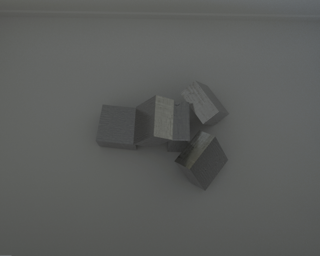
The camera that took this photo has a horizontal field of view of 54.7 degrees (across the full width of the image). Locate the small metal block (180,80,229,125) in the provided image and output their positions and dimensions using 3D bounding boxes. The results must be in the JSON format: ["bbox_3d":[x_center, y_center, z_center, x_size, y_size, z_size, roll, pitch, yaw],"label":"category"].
[{"bbox_3d":[0.059,-0.032,0.404,0.025,0.050,0.050,-40,73,20],"label":"small metal block"}]

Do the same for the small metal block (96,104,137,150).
[{"bbox_3d":[-0.053,-0.001,0.406,0.050,0.025,0.050,6,70,2],"label":"small metal block"}]

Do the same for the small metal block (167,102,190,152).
[{"bbox_3d":[0.023,0.000,0.395,0.025,0.050,0.050,1,70,0],"label":"small metal block"}]

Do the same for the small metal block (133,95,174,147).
[{"bbox_3d":[-0.008,-0.007,0.378,0.025,0.050,0.050,13,70,-29],"label":"small metal block"}]

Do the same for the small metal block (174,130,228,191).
[{"bbox_3d":[0.052,0.040,0.378,0.025,0.050,0.050,23,67,45],"label":"small metal block"}]
